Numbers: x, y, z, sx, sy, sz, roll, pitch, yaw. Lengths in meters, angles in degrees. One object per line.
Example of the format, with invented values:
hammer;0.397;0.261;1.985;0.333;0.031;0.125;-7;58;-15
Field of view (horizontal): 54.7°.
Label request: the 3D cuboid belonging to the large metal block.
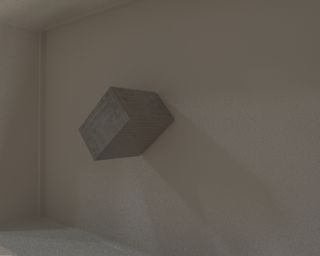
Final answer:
large metal block;-0.044;-0.004;0.401;0.080;0.081;0.050;-47;62;29
